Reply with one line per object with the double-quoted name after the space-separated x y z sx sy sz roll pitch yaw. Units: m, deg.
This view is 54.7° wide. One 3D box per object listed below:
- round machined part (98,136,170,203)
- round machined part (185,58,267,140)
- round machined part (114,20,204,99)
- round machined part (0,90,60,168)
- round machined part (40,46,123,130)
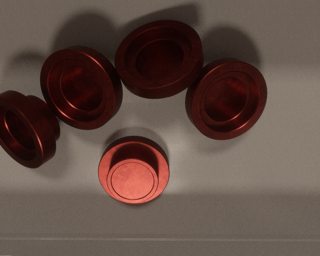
-0.036 0.063 0.425 0.099 0.042 0.097 0 110 -1 "round machined part"
0.077 -0.038 0.381 0.099 0.042 0.097 -7 116 -15 "round machined part"
0.001 -0.074 0.356 0.098 0.098 0.042 -17 149 5 "round machined part"
-0.164 -0.002 0.383 0.098 0.042 0.097 18 127 26 "round machined part"
-0.089 -0.050 0.372 0.098 0.042 0.097 9 118 17 "round machined part"
